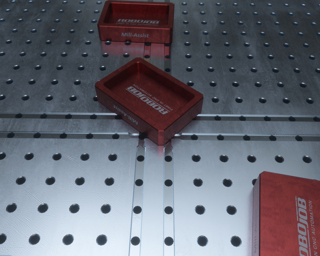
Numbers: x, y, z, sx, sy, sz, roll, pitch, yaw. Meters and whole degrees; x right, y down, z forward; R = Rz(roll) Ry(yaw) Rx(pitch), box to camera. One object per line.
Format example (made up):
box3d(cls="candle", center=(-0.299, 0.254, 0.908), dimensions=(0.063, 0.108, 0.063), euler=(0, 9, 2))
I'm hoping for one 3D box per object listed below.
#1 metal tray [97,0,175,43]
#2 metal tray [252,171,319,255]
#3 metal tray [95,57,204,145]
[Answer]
box3d(cls="metal tray", center=(-0.041, -0.196, 0.568), dimensions=(0.131, 0.030, 0.090), euler=(3, 50, 2))
box3d(cls="metal tray", center=(0.143, 0.112, 0.312), dimensions=(0.090, 0.030, 0.130), euler=(10, 51, 7))
box3d(cls="metal tray", center=(-0.016, -0.043, 0.440), dimensions=(0.130, 0.030, 0.090), euler=(35, 58, 25))
